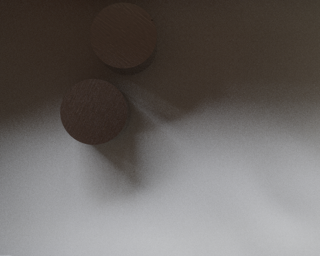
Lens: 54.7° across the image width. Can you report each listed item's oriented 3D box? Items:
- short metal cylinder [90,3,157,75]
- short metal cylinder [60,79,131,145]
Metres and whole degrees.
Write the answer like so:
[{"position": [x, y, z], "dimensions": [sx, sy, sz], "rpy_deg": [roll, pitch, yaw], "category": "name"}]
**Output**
[{"position": [-0.044, -0.112, 0.398], "dimensions": [0.081, 0.050, 0.079], "rpy_deg": [0, 90, -1], "category": "short metal cylinder"}, {"position": [-0.080, -0.020, 0.398], "dimensions": [0.081, 0.050, 0.079], "rpy_deg": [0, 90, -1], "category": "short metal cylinder"}]
